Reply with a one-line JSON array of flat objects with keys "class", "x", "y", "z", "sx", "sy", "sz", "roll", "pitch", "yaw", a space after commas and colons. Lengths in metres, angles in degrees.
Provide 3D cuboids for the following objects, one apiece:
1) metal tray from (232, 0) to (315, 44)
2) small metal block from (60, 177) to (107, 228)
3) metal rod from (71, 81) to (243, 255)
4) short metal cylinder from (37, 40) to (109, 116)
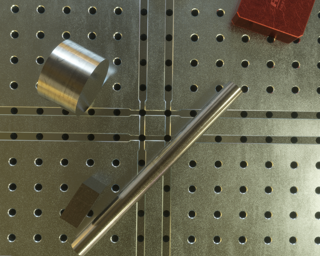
[{"class": "metal tray", "x": 0.162, "y": -0.191, "z": 0.413, "sx": 0.090, "sy": 0.030, "sz": 0.129, "roll": 19, "pitch": 90, "yaw": -1}, {"class": "small metal block", "x": -0.097, "y": 0.094, "z": 0.400, "sx": 0.025, "sy": 0.050, "sz": 0.050, "roll": 33, "pitch": 90, "yaw": 0}, {"class": "metal rod", "x": -0.003, "y": 0.053, "z": 0.413, "sx": 0.025, "sy": 0.025, "sz": 0.300, "roll": 44, "pitch": 90, "yaw": -1}, {"class": "short metal cylinder", "x": -0.105, "y": -0.061, "z": 0.384, "sx": 0.050, "sy": 0.080, "sz": 0.080, "roll": 28, "pitch": 90, "yaw": -1}]
